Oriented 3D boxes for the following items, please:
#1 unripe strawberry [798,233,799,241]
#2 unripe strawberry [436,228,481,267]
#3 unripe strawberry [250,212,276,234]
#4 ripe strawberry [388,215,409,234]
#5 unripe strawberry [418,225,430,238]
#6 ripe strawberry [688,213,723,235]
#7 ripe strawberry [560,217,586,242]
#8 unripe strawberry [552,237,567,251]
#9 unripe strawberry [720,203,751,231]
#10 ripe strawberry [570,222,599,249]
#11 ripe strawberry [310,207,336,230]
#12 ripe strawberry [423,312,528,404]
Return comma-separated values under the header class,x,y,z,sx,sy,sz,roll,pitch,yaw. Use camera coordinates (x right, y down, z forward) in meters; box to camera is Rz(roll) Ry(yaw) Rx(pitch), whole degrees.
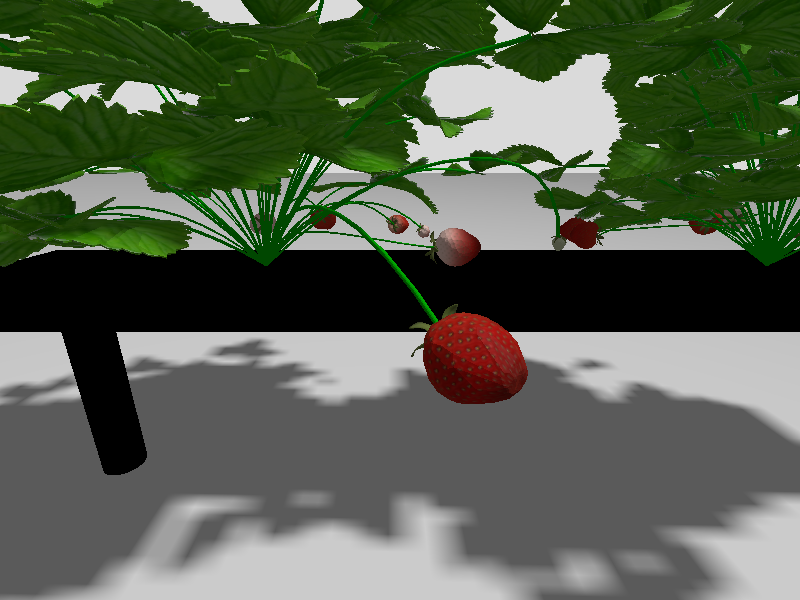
class,x,y,z,sx,sy,sz,roll,pitch,yaw
unripe strawberry,0.465,-0.080,0.450,0.032,0.033,0.029,-13,23,-35
unripe strawberry,0.050,-0.047,0.350,0.039,0.033,0.039,1,19,1
unripe strawberry,-0.173,-0.097,0.505,0.032,0.027,0.032,-6,20,-17
ripe strawberry,-0.001,-0.096,0.509,0.027,0.024,0.024,14,17,34
unripe strawberry,0.030,-0.083,0.488,0.015,0.016,0.016,20,-9,44
ripe strawberry,0.384,-0.099,0.505,0.035,0.032,0.032,6,20,18
ripe strawberry,0.197,-0.080,0.457,0.028,0.028,0.031,14,24,37
unripe strawberry,0.124,-0.043,0.312,0.011,0.011,0.010,3,19,9
unripe strawberry,0.443,-0.111,0.531,0.033,0.037,0.036,11,22,29
ripe strawberry,0.196,-0.069,0.425,0.027,0.028,0.025,10,21,27
ripe strawberry,-0.101,-0.108,0.535,0.034,0.030,0.034,2,-10,5
ripe strawberry,0.029,0.023,0.152,0.039,0.033,0.039,-13,28,-33
